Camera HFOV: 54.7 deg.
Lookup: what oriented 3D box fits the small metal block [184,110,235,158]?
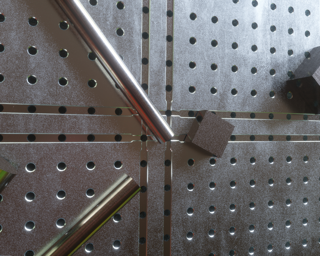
[{"bbox_3d":[0.070,0.008,0.439,0.050,0.025,0.050,29,81,-18],"label":"small metal block"}]

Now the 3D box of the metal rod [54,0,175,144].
[{"bbox_3d":[-0.076,-0.105,0.384,0.025,0.025,0.299,-39,103,-16],"label":"metal rod"}]

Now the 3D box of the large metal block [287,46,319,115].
[{"bbox_3d":[0.269,-0.079,0.498,0.080,0.050,0.080,45,76,-15],"label":"large metal block"}]

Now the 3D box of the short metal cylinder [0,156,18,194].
[{"bbox_3d":[-0.195,0.044,0.311,0.080,0.080,0.050,39,78,-16],"label":"short metal cylinder"}]

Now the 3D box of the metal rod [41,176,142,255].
[{"bbox_3d":[-0.141,0.168,0.361,0.301,0.025,0.025,-42,104,-15],"label":"metal rod"}]
